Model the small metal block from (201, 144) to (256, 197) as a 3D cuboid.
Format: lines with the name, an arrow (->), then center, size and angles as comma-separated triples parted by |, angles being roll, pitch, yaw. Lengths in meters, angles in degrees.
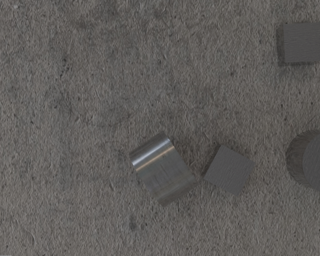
small metal block -> 0.090, 0.055, 0.411 | 0.050, 0.025, 0.050 | 28, 90, 0

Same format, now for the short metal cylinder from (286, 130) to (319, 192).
short metal cylinder -> 0.212, 0.042, 0.399 | 0.081, 0.050, 0.080 | 0, 90, 0

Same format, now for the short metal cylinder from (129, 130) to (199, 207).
short metal cylinder -> 0.005, 0.050, 0.383 | 0.050, 0.080, 0.080 | -34, 90, 0

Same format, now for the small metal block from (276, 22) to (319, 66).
small metal block -> 0.185, -0.111, 0.412 | 0.050, 0.025, 0.050 | -3, 90, 0
